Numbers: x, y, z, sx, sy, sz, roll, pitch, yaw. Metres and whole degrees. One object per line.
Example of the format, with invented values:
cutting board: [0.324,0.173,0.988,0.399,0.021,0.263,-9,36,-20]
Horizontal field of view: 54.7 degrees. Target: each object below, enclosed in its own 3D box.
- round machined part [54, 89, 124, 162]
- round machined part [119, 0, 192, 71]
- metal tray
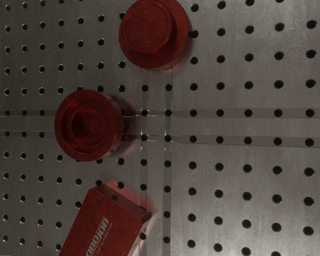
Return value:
round machined part: [-0.094,-0.003,0.436,0.098,0.042,0.097,0,90,19]
round machined part: [-0.010,-0.127,0.406,0.098,0.042,0.097,0,90,19]
metal tray: [-0.081,0.158,0.437,0.090,0.030,0.129,28,99,17]
